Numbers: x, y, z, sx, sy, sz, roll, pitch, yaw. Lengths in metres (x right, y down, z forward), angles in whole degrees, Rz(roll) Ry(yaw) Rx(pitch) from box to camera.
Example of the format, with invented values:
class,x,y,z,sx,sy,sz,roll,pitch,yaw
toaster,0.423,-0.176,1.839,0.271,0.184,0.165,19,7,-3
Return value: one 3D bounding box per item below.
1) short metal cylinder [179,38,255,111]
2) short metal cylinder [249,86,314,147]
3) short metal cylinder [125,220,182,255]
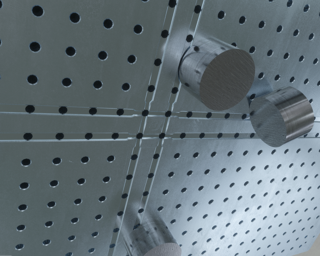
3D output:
class,x,y,z,sx,sy,sz,roll,pitch,yaw
short metal cylinder,0.072,-0.068,0.394,0.081,0.050,0.079,-14,125,-21
short metal cylinder,0.181,-0.017,0.467,0.050,0.080,0.080,-22,127,-16
short metal cylinder,-0.011,0.202,0.516,0.081,0.050,0.079,-14,125,-21
